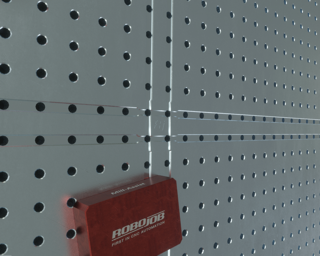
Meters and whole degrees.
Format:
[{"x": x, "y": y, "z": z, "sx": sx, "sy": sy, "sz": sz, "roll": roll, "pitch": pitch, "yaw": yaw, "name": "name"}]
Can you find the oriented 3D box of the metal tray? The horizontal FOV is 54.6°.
[{"x": -0.033, "y": 0.117, "z": 0.377, "sx": 0.131, "sy": 0.030, "sz": 0.090, "roll": -11, "pitch": 97, "yaw": -39, "name": "metal tray"}]
